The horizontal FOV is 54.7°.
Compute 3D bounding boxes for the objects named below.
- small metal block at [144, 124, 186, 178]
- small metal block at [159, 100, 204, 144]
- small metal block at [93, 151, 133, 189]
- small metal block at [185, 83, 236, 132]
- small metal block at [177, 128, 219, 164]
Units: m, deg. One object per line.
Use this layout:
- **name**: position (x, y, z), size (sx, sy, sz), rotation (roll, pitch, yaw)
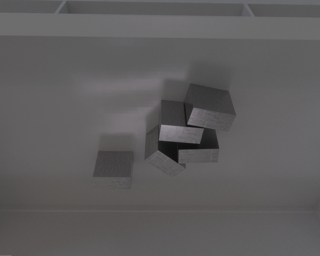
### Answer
- **small metal block**: position (0.007, 0.031, 0.419), size (0.050, 0.050, 0.025), rotation (36, 122, -26)
- **small metal block**: position (0.025, -0.008, 0.386), size (0.050, 0.050, 0.025), rotation (5, 130, -5)
- **small metal block**: position (-0.065, 0.059, 0.442), size (0.050, 0.050, 0.025), rotation (1, 130, -1)
- **small metal block**: position (0.059, -0.025, 0.372), size (0.050, 0.050, 0.025), rotation (10, 129, -9)
- **small metal block**: position (0.049, 0.020, 0.410), size (0.050, 0.050, 0.025), rotation (-1, 130, 1)
